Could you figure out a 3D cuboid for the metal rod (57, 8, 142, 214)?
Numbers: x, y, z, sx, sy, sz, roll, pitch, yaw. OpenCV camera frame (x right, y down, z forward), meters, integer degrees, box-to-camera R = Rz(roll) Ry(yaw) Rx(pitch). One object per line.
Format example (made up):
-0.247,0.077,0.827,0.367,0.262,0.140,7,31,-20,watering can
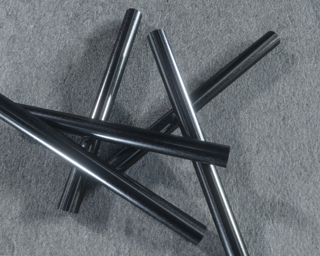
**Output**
-0.075,-0.037,0.420,0.025,0.025,0.299,13,70,4,metal rod

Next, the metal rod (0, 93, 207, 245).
-0.079,0.045,0.366,0.301,0.025,0.025,33,73,1,metal rod

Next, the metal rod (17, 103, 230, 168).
-0.069,0.003,0.375,0.301,0.025,0.025,11,70,11,metal rod

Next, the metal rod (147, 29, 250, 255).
0.043,0.015,0.382,0.025,0.025,0.299,-18,79,-7,metal rod

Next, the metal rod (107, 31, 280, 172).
0.054,-0.041,0.423,0.301,0.025,0.025,-39,75,-13,metal rod
